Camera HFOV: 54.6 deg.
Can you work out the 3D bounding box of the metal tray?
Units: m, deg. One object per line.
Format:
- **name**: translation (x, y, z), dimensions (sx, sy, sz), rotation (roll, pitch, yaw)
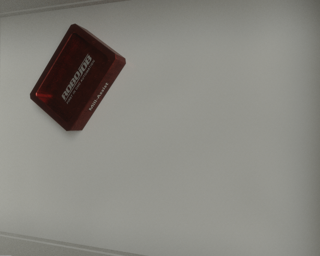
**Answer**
- **metal tray**: translation (-0.121, -0.071, 0.451), dimensions (0.090, 0.030, 0.130), rotation (39, 102, 16)
